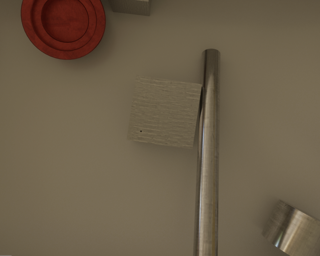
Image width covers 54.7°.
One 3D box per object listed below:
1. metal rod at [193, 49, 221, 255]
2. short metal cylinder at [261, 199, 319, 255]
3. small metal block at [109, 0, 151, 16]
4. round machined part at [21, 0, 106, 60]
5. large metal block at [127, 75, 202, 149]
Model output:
[{"bbox_3d":[0.055,0.038,0.355,0.025,0.025,0.299,6,67,0],"label":"metal rod"},{"bbox_3d":[0.176,0.131,0.386,0.080,0.080,0.050,28,90,-1],"label":"short metal cylinder"},{"bbox_3d":[-0.038,-0.168,0.398,0.050,0.050,0.025,6,90,-1],"label":"small metal block"},{"bbox_3d":[-0.118,-0.138,0.392,0.099,0.042,0.097,-3,107,-8],"label":"round machined part"},{"bbox_3d":[0.005,-0.019,0.399,0.081,0.050,0.080,8,90,-1],"label":"large metal block"}]
